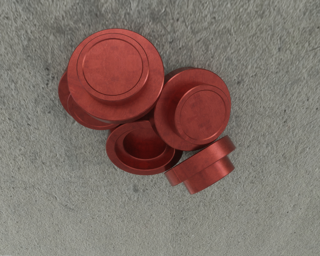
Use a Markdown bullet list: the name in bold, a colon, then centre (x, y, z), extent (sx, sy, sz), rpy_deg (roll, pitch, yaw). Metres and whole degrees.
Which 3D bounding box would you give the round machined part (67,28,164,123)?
- **round machined part**: centre (-0.045, -0.055, 0.312), extent (0.099, 0.097, 0.042), rpy_deg (1, 172, -1)

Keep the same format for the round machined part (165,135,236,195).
- **round machined part**: centre (0.058, 0.052, 0.407), extent (0.098, 0.099, 0.042), rpy_deg (-35, 81, 26)

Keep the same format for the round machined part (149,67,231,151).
- **round machined part**: centre (0.040, -0.019, 0.353), extent (0.099, 0.042, 0.097), rpy_deg (-6, 108, -20)

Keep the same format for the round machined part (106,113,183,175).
- **round machined part**: centre (-0.020, 0.015, 0.410), extent (0.099, 0.042, 0.097), rpy_deg (-1, 130, 0)

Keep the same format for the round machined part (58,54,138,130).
- **round machined part**: centre (-0.071, -0.036, 0.368), extent (0.099, 0.042, 0.097), rpy_deg (-1, 130, 0)
